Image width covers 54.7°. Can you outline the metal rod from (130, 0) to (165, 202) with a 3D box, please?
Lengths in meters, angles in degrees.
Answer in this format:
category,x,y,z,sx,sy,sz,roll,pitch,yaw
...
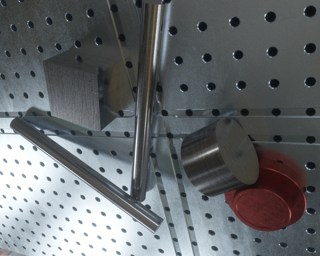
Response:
category,x,y,z,sx,sy,sz,roll,pitch,yaw
metal rod,-0.021,-0.012,0.413,0.025,0.025,0.298,18,126,17

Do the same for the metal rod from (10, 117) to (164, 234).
category,x,y,z,sx,sy,sz,roll,pitch,yaw
metal rod,-0.125,0.069,0.496,0.301,0.025,0.025,32,129,14

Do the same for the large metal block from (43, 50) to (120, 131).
category,x,y,z,sx,sy,sz,roll,pitch,yaw
large metal block,-0.102,-0.052,0.415,0.080,0.050,0.079,16,125,18

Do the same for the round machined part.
category,x,y,z,sx,sy,sz,roll,pitch,yaw
round machined part,0.129,0.090,0.387,0.098,0.042,0.097,13,124,20

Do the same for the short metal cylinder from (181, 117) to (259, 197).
category,x,y,z,sx,sy,sz,roll,pitch,yaw
short metal cylinder,0.070,0.034,0.359,0.050,0.080,0.080,-30,102,37
